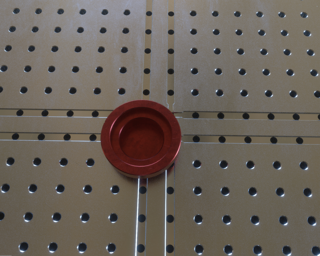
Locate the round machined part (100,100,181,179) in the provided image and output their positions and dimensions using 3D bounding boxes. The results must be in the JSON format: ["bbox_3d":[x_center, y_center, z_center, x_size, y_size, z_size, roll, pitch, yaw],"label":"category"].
[{"bbox_3d":[-0.023,0.016,0.397,0.099,0.042,0.098,0,70,0],"label":"round machined part"}]
